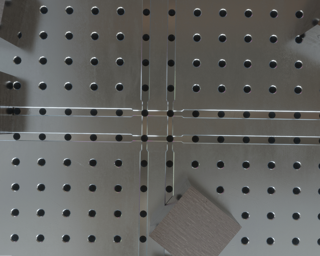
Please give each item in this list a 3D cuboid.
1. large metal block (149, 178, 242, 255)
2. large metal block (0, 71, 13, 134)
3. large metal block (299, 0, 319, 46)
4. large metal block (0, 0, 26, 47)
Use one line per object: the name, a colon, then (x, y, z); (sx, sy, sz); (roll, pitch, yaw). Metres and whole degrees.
large metal block: (0.043, 0.126, 0.401); (0.080, 0.050, 0.080); (40, 90, 0)
large metal block: (-0.242, -0.033, 0.399); (0.080, 0.050, 0.080); (1, 90, 0)
large metal block: (0.245, -0.144, 0.402); (0.080, 0.050, 0.080); (26, 90, 0)
large metal block: (-0.227, -0.158, 0.399); (0.080, 0.050, 0.080); (11, 90, 0)
